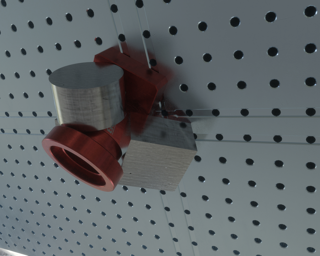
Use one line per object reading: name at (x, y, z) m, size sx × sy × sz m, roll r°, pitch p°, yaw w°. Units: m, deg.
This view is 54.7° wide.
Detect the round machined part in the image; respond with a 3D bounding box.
round machined part at (-0.084, 0.029, 0.365) m, size 0.098 × 0.042 × 0.098 m, roll 24°, pitch 150°, yaw 15°

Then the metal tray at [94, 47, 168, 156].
metal tray at (-0.054, -0.030, 0.417) m, size 0.090 × 0.030 × 0.129 m, roll 30°, pitch 128°, yaw 8°

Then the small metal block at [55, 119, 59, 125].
small metal block at (-0.110, 0.002, 0.412) m, size 0.025 × 0.050 × 0.050 m, roll 18°, pitch 125°, yaw 18°

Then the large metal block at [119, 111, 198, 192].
large metal block at (-0.009, 0.032, 0.395) m, size 0.081 × 0.050 × 0.079 m, roll 11°, pitch 129°, yaw -16°

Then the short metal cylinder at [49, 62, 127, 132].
short metal cylinder at (-0.080, -0.038, 0.353) m, size 0.080 × 0.080 × 0.050 m, roll 13°, pitch 124°, yaw 21°
